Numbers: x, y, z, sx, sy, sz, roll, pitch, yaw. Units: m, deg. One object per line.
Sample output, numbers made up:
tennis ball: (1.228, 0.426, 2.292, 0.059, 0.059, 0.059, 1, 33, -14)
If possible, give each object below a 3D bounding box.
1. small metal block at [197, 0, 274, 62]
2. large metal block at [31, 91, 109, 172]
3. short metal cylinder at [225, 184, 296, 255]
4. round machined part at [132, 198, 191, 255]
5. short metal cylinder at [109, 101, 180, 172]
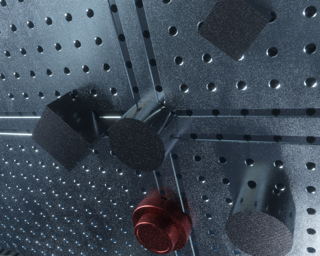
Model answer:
small metal block: (0.074, -0.104, 0.308, 0.050, 0.025, 0.050, 37, 129, 2)
large metal block: (-0.137, 0.006, 0.469, 0.080, 0.050, 0.080, 42, 129, -1)
short metal cylinder: (0.131, 0.120, 0.400, 0.080, 0.050, 0.079, 13, 124, 20)
round machined part: (-0.002, 0.165, 0.502, 0.098, 0.042, 0.097, 13, 124, 20)
short metal cylinder: (-0.020, 0.011, 0.411, 0.080, 0.050, 0.079, 13, 124, 20)
